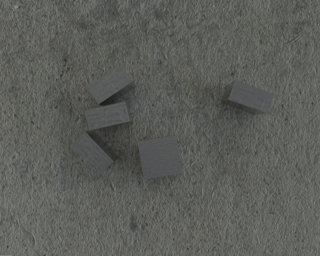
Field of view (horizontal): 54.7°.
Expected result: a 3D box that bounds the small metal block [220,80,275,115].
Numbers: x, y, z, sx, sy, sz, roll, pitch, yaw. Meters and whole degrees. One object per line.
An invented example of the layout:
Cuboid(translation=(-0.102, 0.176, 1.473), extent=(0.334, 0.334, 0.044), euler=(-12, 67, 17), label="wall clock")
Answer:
Cuboid(translation=(0.110, -0.038, 0.398), extent=(0.050, 0.050, 0.025), euler=(19, 90, 0), label="small metal block")

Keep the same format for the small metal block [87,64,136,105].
Cuboid(translation=(-0.060, -0.053, 0.397), extent=(0.050, 0.050, 0.025), euler=(-34, 90, 0), label="small metal block")

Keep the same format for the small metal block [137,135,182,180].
Cuboid(translation=(0.000, 0.038, 0.410), extent=(0.050, 0.025, 0.050), euler=(-9, 90, 0), label="small metal block")

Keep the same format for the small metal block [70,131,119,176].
Cuboid(translation=(-0.082, 0.031, 0.397), extent=(0.025, 0.050, 0.050), euler=(-44, 90, 0), label="small metal block")

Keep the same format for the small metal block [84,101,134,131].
Cuboid(translation=(-0.063, -0.015, 0.397), extent=(0.050, 0.050, 0.025), euler=(-13, 90, 0), label="small metal block")
